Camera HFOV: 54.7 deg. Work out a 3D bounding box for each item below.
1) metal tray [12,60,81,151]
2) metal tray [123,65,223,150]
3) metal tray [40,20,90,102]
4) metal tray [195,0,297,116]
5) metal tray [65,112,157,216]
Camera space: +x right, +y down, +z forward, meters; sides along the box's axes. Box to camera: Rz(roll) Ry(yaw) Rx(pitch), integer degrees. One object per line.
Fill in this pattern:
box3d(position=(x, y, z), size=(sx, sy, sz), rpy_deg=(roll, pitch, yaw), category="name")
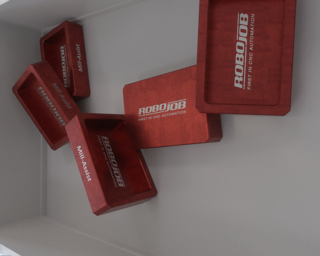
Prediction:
box3d(position=(-0.184, -0.035, 0.519), size=(0.090, 0.030, 0.130), rpy_deg=(-29, 95, 41), category="metal tray")
box3d(position=(0.011, -0.021, 0.395), size=(0.130, 0.030, 0.089), rpy_deg=(-8, 85, 39), category="metal tray")
box3d(position=(-0.168, -0.108, 0.542), size=(0.090, 0.030, 0.129), rpy_deg=(-14, 81, 39), category="metal tray")
box3d(position=(0.085, -0.078, 0.312), size=(0.090, 0.030, 0.129), rpy_deg=(3, 92, 18), category="metal tray")
box3d(position=(-0.065, 0.043, 0.417), size=(0.030, 0.091, 0.130), rpy_deg=(-36, 68, 34), category="metal tray")
